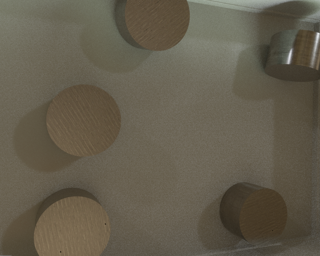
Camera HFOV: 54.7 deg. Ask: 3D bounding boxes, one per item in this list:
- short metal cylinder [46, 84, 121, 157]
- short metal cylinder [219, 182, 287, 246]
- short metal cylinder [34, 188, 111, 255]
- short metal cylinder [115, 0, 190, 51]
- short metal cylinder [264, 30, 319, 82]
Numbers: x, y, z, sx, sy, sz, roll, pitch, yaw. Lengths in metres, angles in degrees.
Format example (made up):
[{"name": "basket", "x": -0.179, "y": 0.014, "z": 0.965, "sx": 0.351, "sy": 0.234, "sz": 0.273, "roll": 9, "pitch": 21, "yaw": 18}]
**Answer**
[{"name": "short metal cylinder", "x": -0.091, "y": -0.008, "z": 0.364, "sx": 0.081, "sy": 0.050, "sz": 0.079, "roll": 0, "pitch": 90, "yaw": -21}, {"name": "short metal cylinder", "x": 0.135, "y": 0.123, "z": 0.449, "sx": 0.081, "sy": 0.050, "sz": 0.079, "roll": 0, "pitch": 90, "yaw": -21}, {"name": "short metal cylinder", "x": -0.102, "y": 0.114, "z": 0.360, "sx": 0.081, "sy": 0.050, "sz": 0.079, "roll": 0, "pitch": 90, "yaw": -21}, {"name": "short metal cylinder", "x": -0.010, "y": -0.138, "z": 0.384, "sx": 0.081, "sy": 0.050, "sz": 0.079, "roll": -6, "pitch": 108, "yaw": -19}, {"name": "short metal cylinder", "x": 0.201, "y": -0.104, "z": 0.457, "sx": 0.081, "sy": 0.080, "sz": 0.050, "roll": 14, "pitch": 86, "yaw": -20}]
